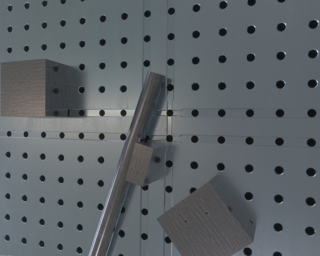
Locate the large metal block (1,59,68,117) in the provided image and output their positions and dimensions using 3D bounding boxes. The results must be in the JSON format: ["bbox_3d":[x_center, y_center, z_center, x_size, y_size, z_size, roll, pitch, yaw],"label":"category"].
[{"bbox_3d":[-0.188,-0.057,0.465,0.080,0.050,0.079,0,90,20],"label":"large metal block"}]

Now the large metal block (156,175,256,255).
[{"bbox_3d":[0.057,0.117,0.379,0.080,0.050,0.080,-40,78,15],"label":"large metal block"}]

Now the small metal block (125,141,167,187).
[{"bbox_3d":[-0.017,0.045,0.405,0.025,0.050,0.050,17,96,19],"label":"small metal block"}]

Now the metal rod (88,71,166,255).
[{"bbox_3d":[-0.051,0.068,0.430,0.025,0.025,0.298,21,97,18],"label":"metal rod"}]
